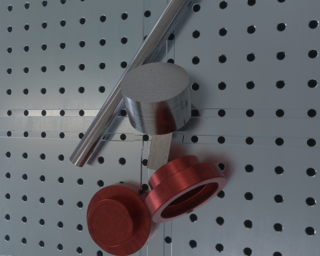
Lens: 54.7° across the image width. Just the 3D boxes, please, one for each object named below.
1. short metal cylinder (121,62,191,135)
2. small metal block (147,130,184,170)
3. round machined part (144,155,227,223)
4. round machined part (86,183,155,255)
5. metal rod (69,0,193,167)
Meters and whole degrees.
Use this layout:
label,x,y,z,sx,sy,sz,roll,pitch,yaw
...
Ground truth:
label,x,y,z,sx,sy,sz,roll,pitch,yaw
short metal cylinder,-0.003,-0.037,0.378,0.080,0.080,0.050,10,136,19
small metal block,0.008,0.027,0.396,0.025,0.050,0.050,11,94,20
round machined part,0.026,0.068,0.368,0.098,0.098,0.042,-39,60,16
round machined part,-0.059,0.127,0.424,0.098,0.042,0.097,0,90,19
metal rod,-0.038,-0.071,0.425,0.025,0.025,0.299,38,102,16
